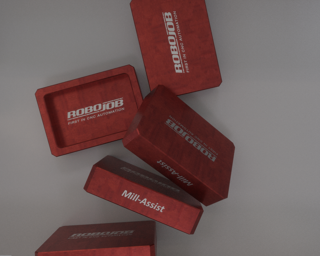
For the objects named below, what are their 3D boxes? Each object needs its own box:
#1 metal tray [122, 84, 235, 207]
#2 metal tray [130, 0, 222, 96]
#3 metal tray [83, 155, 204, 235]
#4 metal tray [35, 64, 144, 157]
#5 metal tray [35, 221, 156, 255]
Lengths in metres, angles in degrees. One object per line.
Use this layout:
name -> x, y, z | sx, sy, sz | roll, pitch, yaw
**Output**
metal tray -> 0.028, 0.020, 0.365 | 0.130, 0.090, 0.030 | 38, 133, -15
metal tray -> 0.021, -0.107, 0.398 | 0.090, 0.030, 0.129 | -13, 95, 6
metal tray -> -0.017, 0.077, 0.378 | 0.131, 0.090, 0.030 | 23, 92, 0
metal tray -> -0.085, -0.022, 0.407 | 0.131, 0.030, 0.090 | -15, 90, 0
metal tray -> -0.070, 0.145, 0.378 | 0.131, 0.090, 0.030 | -3, 90, 0
